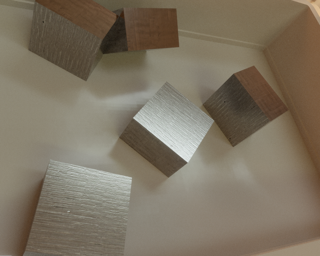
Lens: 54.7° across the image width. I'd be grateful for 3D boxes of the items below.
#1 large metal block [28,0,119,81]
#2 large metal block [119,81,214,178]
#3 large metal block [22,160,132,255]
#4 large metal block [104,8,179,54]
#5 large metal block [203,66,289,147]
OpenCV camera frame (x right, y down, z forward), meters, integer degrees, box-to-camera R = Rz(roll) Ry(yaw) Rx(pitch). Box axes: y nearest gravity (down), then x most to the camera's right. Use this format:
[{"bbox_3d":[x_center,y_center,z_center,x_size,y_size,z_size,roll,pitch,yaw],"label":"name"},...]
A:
[{"bbox_3d":[-0.108,-0.117,0.383,0.080,0.080,0.050,28,53,-10],"label":"large metal block"},{"bbox_3d":[0.010,0.001,0.394,0.080,0.050,0.080,40,51,-2],"label":"large metal block"},{"bbox_3d":[-0.077,0.085,0.296,0.081,0.050,0.080,16,55,-19],"label":"large metal block"},{"bbox_3d":[-0.032,-0.131,0.424,0.081,0.080,0.050,-14,106,-34],"label":"large metal block"},{"bbox_3d":[0.123,-0.031,0.455,0.050,0.080,0.080,-25,76,-37],"label":"large metal block"}]
